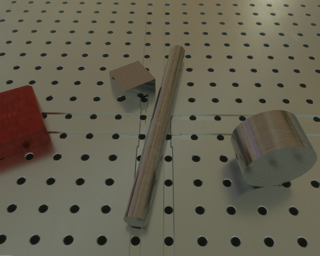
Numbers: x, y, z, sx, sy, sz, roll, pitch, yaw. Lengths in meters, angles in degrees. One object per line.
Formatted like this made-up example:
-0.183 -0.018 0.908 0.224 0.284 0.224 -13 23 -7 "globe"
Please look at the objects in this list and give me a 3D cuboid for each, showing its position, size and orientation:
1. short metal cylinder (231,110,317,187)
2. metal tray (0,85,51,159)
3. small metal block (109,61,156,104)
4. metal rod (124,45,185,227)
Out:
0.127 0.025 0.353 0.081 0.080 0.050 -5 50 -5 "short metal cylinder"
-0.221 -0.001 0.402 0.131 0.030 0.090 -20 53 -17 "metal tray"
-0.041 -0.070 0.466 0.050 0.025 0.050 -25 55 -20 "small metal block"
0.002 -0.014 0.419 0.025 0.025 0.300 8 50 6 "metal rod"
